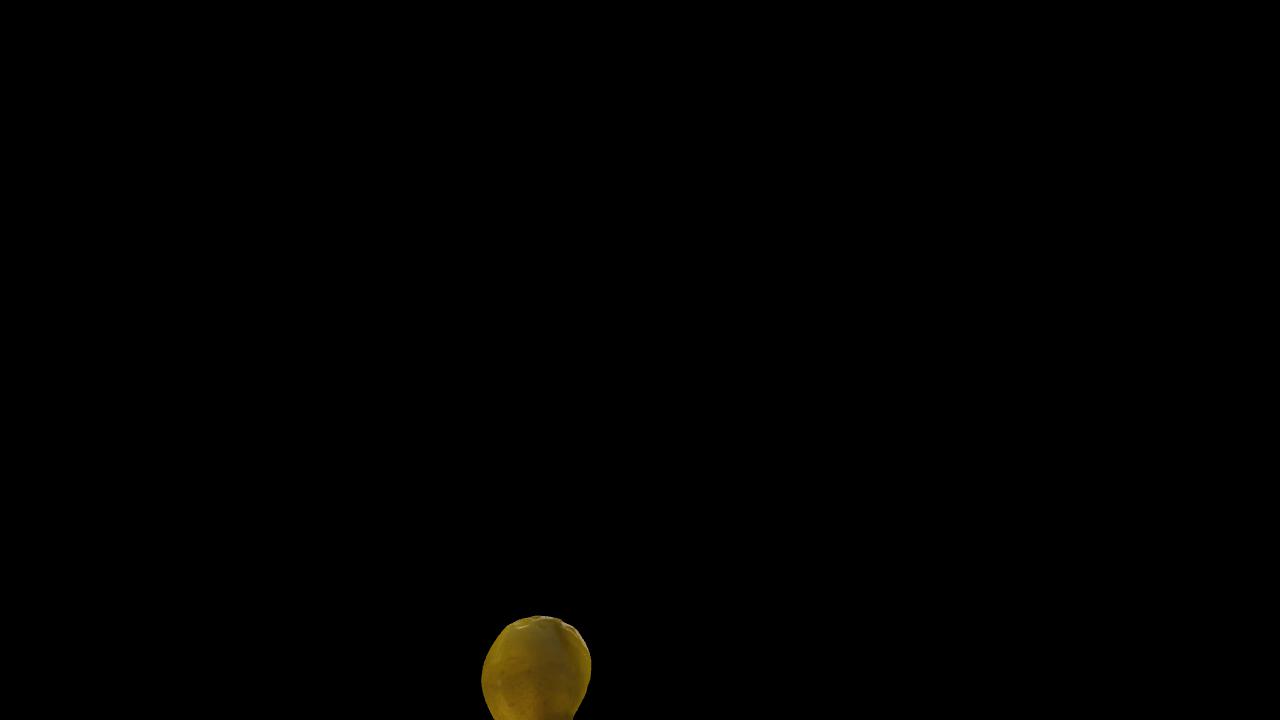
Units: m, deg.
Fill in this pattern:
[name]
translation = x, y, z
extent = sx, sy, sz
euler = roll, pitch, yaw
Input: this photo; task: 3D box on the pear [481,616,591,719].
[pear]
translation = -0.071, 0.234, 0.411
extent = 0.080, 0.080, 0.111
euler = 0, 41, -8
